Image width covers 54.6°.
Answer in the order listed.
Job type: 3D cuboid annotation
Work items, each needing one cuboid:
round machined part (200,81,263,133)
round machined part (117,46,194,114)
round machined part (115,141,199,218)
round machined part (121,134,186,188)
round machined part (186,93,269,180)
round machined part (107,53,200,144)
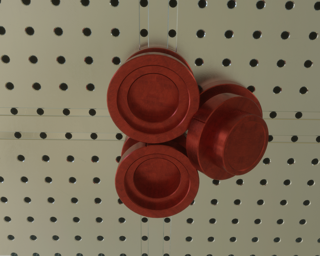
[{"bbox_3d":[0.084,-0.009,0.402,0.099,0.042,0.097,0,110,0],"label":"round machined part"},{"bbox_3d":[-0.005,-0.050,0.387,0.099,0.042,0.097,0,110,0],"label":"round machined part"},{"bbox_3d":[-0.003,0.057,0.380,0.099,0.042,0.097,0,110,0],"label":"round machined part"},{"bbox_3d":[-0.004,0.042,0.420,0.099,0.042,0.097,0,110,0],"label":"round machined part"},{"bbox_3d":[0.081,0.013,0.342,0.099,0.042,0.097,-12,113,-30],"label":"round machined part"},{"bbox_3d":[-0.007,-0.035,0.346,0.099,0.042,0.097,0,110,0],"label":"round machined part"}]
